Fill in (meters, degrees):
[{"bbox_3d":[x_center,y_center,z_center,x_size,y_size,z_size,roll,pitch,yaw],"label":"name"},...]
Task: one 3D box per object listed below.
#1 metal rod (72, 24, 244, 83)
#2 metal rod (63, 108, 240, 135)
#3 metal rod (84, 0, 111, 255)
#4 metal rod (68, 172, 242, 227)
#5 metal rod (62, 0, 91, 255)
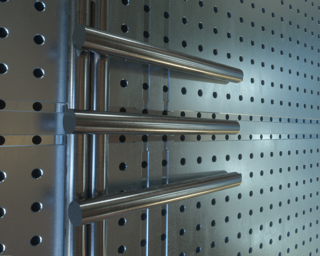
[{"bbox_3d":[0.025,-0.089,0.413,0.302,0.025,0.025,1,90,-46],"label":"metal rod"},{"bbox_3d":[0.018,-0.004,0.406,0.302,0.025,0.025,2,89,-46],"label":"metal rod"},{"bbox_3d":[-0.071,0.001,0.351,0.025,0.025,0.298,1,89,-40],"label":"metal rod"},{"bbox_3d":[0.022,0.085,0.411,0.302,0.025,0.025,1,90,-46],"label":"metal rod"},{"bbox_3d":[-0.090,0.009,0.334,0.025,0.025,0.298,1,89,-40],"label":"metal rod"}]
